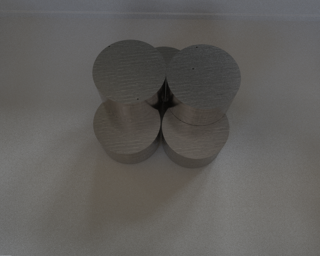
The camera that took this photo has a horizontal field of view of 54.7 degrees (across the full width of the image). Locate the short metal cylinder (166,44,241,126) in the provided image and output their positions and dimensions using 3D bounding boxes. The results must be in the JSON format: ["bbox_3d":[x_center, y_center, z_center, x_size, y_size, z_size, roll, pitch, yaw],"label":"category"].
[{"bbox_3d":[0.047,-0.049,0.359,0.081,0.050,0.080,0,70,0],"label":"short metal cylinder"}]

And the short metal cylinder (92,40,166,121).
[{"bbox_3d":[-0.033,-0.055,0.361,0.081,0.050,0.080,0,70,0],"label":"short metal cylinder"}]

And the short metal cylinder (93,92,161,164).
[{"bbox_3d":[-0.039,0.001,0.394,0.081,0.050,0.080,0,70,0],"label":"short metal cylinder"}]

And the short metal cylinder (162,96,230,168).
[{"bbox_3d":[0.043,0.006,0.392,0.081,0.050,0.080,0,70,0],"label":"short metal cylinder"}]

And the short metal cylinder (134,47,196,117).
[{"bbox_3d":[0.006,-0.061,0.417,0.081,0.050,0.080,0,70,0],"label":"short metal cylinder"}]
